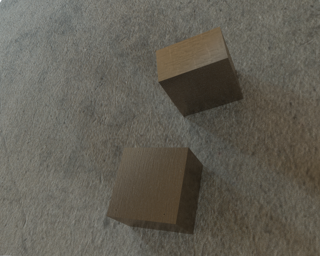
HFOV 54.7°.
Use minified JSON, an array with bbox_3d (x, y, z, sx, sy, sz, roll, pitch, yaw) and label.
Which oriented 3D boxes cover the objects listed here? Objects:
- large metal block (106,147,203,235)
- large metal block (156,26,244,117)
[{"bbox_3d":[-0.003,0.068,0.346,0.080,0.050,0.080,-2,61,27],"label":"large metal block"},{"bbox_3d":[0.050,-0.065,0.381,0.080,0.080,0.050,-17,55,18],"label":"large metal block"}]
